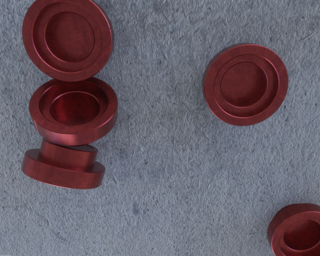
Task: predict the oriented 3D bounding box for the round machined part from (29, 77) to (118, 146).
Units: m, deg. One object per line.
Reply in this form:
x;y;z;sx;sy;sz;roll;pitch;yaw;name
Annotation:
-0.100;-0.017;0.370;0.099;0.098;0.042;6;138;-3;round machined part

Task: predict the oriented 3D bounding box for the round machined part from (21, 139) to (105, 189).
-0.116;0.039;0.387;0.099;0.098;0.042;15;93;-6;round machined part

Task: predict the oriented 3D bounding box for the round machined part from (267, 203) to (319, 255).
0.207;0.152;0.458;0.099;0.042;0.097;0;110;0;round machined part

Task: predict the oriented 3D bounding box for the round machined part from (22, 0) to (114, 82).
-0.102;-0.106;0.361;0.099;0.042;0.097;0;110;0;round machined part

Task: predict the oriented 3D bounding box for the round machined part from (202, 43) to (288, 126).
0.101;-0.055;0.381;0.099;0.042;0.097;0;110;0;round machined part
